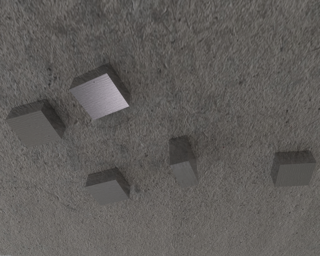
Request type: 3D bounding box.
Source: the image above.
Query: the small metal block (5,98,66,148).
[{"bbox_3d":[-0.159,-0.005,0.401,0.050,0.025,0.050,-14,129,11],"label":"small metal block"}]

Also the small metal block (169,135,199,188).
[{"bbox_3d":[0.033,0.047,0.431,0.025,0.050,0.050,-16,129,13],"label":"small metal block"}]

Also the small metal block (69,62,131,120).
[{"bbox_3d":[-0.070,-0.043,0.370,0.050,0.025,0.050,-20,128,16],"label":"small metal block"}]

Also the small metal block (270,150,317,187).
[{"bbox_3d":[0.197,0.061,0.461,0.050,0.025,0.050,-4,130,3],"label":"small metal block"}]

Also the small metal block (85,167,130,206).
[{"bbox_3d":[-0.080,0.092,0.485,0.050,0.025,0.050,-15,129,12],"label":"small metal block"}]
